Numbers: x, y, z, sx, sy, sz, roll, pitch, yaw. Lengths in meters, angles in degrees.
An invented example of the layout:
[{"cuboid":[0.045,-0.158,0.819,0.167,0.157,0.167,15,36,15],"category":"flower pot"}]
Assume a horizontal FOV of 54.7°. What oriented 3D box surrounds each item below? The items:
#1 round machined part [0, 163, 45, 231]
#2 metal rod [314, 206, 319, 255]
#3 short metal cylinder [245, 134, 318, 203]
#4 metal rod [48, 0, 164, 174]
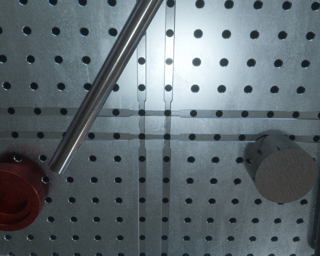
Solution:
[{"cuboid":[-0.211,0.092,0.435,0.099,0.042,0.097,0,110,-1],"category":"round machined part"},{"cuboid":[0.248,0.065,0.440,0.025,0.025,0.298,-4,110,1],"category":"metal rod"},{"cuboid":[0.163,0.054,0.423,0.081,0.050,0.079,0,110,-1],"category":"short metal cylinder"},{"cuboid":[-0.065,-0.064,0.388,0.025,0.025,0.298,30,107,-11],"category":"metal rod"}]
